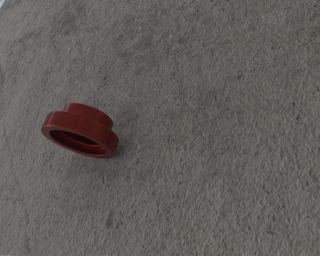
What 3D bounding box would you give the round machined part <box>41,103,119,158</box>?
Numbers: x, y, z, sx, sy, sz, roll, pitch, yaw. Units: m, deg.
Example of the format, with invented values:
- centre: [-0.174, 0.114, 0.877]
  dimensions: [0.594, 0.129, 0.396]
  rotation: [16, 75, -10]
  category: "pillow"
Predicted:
- centre: [-0.101, 0.002, 0.410]
  dimensions: [0.098, 0.098, 0.042]
  rotation: [2, 63, 29]
  category: "round machined part"
